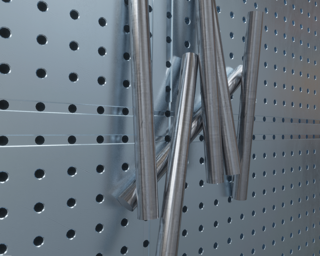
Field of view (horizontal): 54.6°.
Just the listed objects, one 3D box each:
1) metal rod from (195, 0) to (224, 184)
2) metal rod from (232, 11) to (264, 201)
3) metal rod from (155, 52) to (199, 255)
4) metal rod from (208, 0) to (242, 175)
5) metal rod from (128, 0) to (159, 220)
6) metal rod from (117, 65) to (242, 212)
[{"bbox_3d":[0.068,-0.073,0.432,0.025,0.025,0.298,-5,92,-40],"label":"metal rod"},{"bbox_3d":[0.140,-0.030,0.499,0.025,0.025,0.298,-4,100,-40],"label":"metal rod"},{"bbox_3d":[0.023,0.037,0.393,0.025,0.025,0.299,25,64,-37],"label":"metal rod"},{"bbox_3d":[0.084,-0.082,0.452,0.025,0.025,0.299,-5,86,-40],"label":"metal rod"},{"bbox_3d":[-0.021,-0.044,0.372,0.025,0.025,0.299,1,84,-40],"label":"metal rod"},{"bbox_3d":[0.049,-0.002,0.448,0.301,0.025,0.025,-46,118,-30],"label":"metal rod"}]
